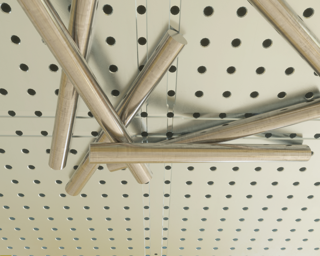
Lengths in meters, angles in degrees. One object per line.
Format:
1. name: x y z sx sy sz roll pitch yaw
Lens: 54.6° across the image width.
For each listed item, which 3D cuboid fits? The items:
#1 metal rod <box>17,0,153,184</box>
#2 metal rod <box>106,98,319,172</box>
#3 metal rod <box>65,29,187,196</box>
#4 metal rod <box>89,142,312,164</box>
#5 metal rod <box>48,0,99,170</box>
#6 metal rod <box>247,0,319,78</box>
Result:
1. metal rod: -0.075 -0.038 0.344 0.025 0.025 0.299 -16 129 13
2. metal rod: 0.068 0.012 0.422 0.301 0.025 0.025 -16 128 13
3. metal rod: -0.060 0.000 0.411 0.025 0.025 0.298 25 126 -20
4. metal rod: 0.063 0.032 0.400 0.302 0.025 0.025 1 131 -17
5. metal rod: -0.103 -0.056 0.362 0.025 0.025 0.298 14 129 -12
6. metal rod: 0.165 -0.086 0.339 0.301 0.025 0.025 33 123 -25
